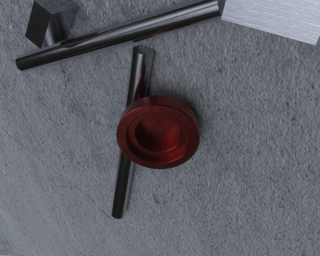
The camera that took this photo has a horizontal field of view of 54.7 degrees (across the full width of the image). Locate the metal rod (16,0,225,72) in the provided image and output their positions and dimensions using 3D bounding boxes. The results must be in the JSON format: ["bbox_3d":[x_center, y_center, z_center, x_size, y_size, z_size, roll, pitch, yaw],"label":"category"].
[{"bbox_3d":[-0.069,-0.107,0.375,0.300,0.025,0.025,-6,116,30],"label":"metal rod"}]

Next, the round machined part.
[{"bbox_3d":[-0.001,0.001,0.382,0.099,0.042,0.097,2,126,2],"label":"round machined part"}]

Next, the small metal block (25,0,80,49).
[{"bbox_3d":[-0.131,-0.130,0.377,0.025,0.050,0.050,39,129,1],"label":"small metal block"}]

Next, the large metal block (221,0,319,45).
[{"bbox_3d":[0.106,-0.125,0.257,0.080,0.050,0.079,21,126,15],"label":"large metal block"}]

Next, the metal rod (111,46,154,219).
[{"bbox_3d":[-0.045,0.028,0.446,0.025,0.025,0.298,23,127,14],"label":"metal rod"}]
